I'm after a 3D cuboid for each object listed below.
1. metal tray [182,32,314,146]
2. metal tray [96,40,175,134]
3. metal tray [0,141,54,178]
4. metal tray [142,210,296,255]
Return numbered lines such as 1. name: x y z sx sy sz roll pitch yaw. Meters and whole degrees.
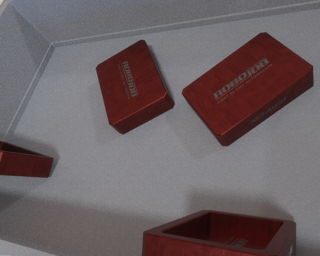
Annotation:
1. metal tray: 0.103 -0.049 0.378 0.130 0.030 0.090 -36 51 4
2. metal tray: -0.041 -0.064 0.462 0.090 0.030 0.130 -28 52 10
3. metal tray: -0.235 0.041 0.454 0.130 0.090 0.030 11 85 31
4. metal tray: 0.056 0.094 0.249 0.090 0.131 0.030 0 84 28
